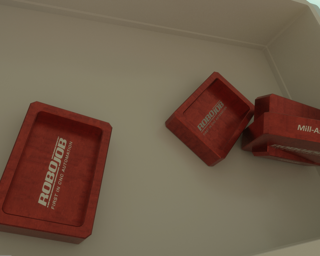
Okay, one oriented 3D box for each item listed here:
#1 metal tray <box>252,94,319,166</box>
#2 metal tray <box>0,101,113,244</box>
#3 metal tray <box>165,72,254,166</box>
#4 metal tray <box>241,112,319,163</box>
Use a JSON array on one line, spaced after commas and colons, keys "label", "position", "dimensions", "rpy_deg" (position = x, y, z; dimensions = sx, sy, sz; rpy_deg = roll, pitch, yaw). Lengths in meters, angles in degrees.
[{"label": "metal tray", "position": [0.201, 0.007, 0.475], "dimensions": [0.131, 0.030, 0.090], "rpy_deg": [12, 78, -28]}, {"label": "metal tray", "position": [-0.106, 0.043, 0.318], "dimensions": [0.091, 0.030, 0.130], "rpy_deg": [18, 55, -18]}, {"label": "metal tray", "position": [0.079, -0.018, 0.455], "dimensions": [0.090, 0.030, 0.131], "rpy_deg": [43, 51, 1]}, {"label": "metal tray", "position": [0.191, 0.016, 0.431], "dimensions": [0.131, 0.090, 0.030], "rpy_deg": [9, 72, -3]}]
